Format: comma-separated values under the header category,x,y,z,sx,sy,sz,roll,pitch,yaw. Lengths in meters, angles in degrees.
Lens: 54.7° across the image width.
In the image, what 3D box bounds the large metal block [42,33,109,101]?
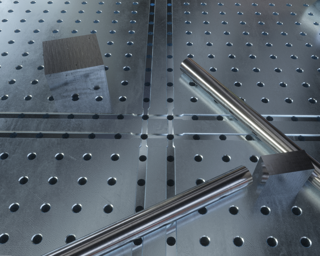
category,x,y,z,sx,sy,sz,roll,pitch,yaw
large metal block,-0.128,-0.094,0.469,0.081,0.050,0.080,-12,51,-10

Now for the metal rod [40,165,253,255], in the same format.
category,x,y,z,sx,sy,sz,roll,pitch,yaw
metal rod,-0.035,0.106,0.318,0.302,0.025,0.025,-21,53,-17

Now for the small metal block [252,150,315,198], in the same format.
category,x,y,z,sx,sy,sz,roll,pitch,yaw
small metal block,0.136,0.052,0.348,0.050,0.050,0.025,-7,51,-6

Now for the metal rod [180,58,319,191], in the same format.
category,x,y,z,sx,sy,sz,roll,pitch,yaw
metal rod,0.128,-0.006,0.413,0.025,0.025,0.300,-28,56,-22
